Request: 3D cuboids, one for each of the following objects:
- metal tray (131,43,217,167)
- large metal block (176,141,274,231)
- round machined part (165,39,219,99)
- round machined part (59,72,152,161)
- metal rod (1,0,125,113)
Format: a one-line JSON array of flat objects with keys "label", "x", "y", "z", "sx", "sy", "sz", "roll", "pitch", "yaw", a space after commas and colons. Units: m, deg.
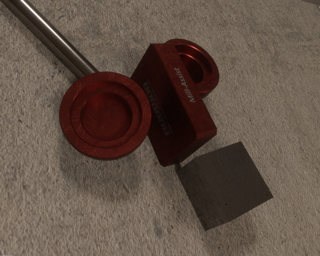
[{"label": "metal tray", "x": 0.009, "y": -0.028, "z": 0.385, "sx": 0.030, "sy": 0.090, "sz": 0.130, "roll": -12, "pitch": 68, "yaw": -33}, {"label": "large metal block", "x": 0.080, "y": 0.071, "z": 0.390, "sx": 0.081, "sy": 0.050, "sz": 0.080, "roll": -15, "pitch": 70, "yaw": -34}, {"label": "round machined part", "x": 0.036, "y": -0.083, "z": 0.465, "sx": 0.099, "sy": 0.042, "sz": 0.098, "roll": 14, "pitch": 56, "yaw": -21}, {"label": "round machined part", "x": -0.060, "y": -0.011, "z": 0.353, "sx": 0.099, "sy": 0.042, "sz": 0.098, "roll": 2, "pitch": 77, "yaw": -9}, {"label": "metal rod", "x": -0.137, "y": -0.114, "z": 0.400, "sx": 0.300, "sy": 0.025, "sz": 0.025, "roll": 45, "pitch": 51, "yaw": 3}]
